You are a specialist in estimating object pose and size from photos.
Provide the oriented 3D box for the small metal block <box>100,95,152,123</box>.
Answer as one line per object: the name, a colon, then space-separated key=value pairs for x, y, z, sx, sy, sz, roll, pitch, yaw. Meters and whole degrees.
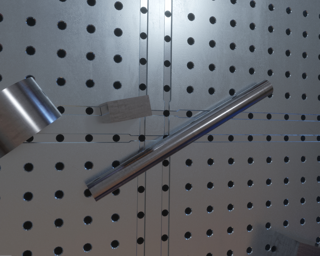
small metal block: x=-0.043 y=-0.023 z=0.384 sx=0.050 sy=0.050 sz=0.025 roll=-12 pitch=94 yaw=-20

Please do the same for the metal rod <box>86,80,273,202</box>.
metal rod: x=0.040 y=0.009 z=0.428 sx=0.302 sy=0.025 sz=0.025 roll=-30 pitch=100 yaw=-18

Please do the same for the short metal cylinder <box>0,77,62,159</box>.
short metal cylinder: x=-0.153 y=-0.010 z=0.327 sx=0.080 sy=0.080 sz=0.050 roll=-39 pitch=103 yaw=-16

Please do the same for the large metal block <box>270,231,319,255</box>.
large metal block: x=0.218 y=0.217 z=0.483 sx=0.080 sy=0.050 sz=0.080 roll=20 pitch=83 yaw=-19
